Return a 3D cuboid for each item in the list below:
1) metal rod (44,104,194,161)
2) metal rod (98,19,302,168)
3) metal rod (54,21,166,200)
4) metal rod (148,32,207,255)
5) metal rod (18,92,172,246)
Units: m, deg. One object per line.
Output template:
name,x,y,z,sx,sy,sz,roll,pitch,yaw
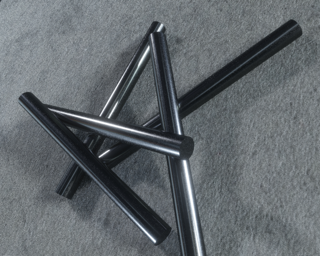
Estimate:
metal rod,-0.084,-0.004,0.412,0.300,0.025,0.025,13,68,40
metal rod,0.049,-0.040,0.402,0.300,0.025,0.025,-35,52,4
metal rod,-0.066,-0.037,0.459,0.025,0.025,0.300,15,69,33
metal rod,0.016,0.009,0.363,0.025,0.025,0.299,-17,63,18
metal rod,-0.101,0.036,0.402,0.300,0.025,0.025,38,83,29
